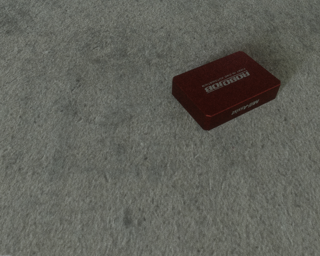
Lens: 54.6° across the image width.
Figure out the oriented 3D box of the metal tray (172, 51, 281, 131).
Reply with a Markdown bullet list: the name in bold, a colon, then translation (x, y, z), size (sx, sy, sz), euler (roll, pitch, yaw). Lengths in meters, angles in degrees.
- **metal tray**: translation (0.094, -0.058, 0.450), size (0.131, 0.030, 0.090), euler (-24, 54, -19)
